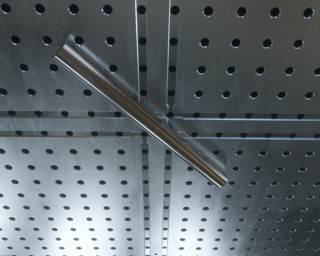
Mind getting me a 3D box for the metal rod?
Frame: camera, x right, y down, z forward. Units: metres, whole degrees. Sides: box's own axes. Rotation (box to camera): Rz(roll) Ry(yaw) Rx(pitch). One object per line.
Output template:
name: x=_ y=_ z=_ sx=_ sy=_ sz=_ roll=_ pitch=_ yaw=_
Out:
metal rod: x=-0.007 y=-0.002 z=0.410 sx=0.025 sy=0.025 sz=0.301 roll=-35 pitch=122 yaw=26
